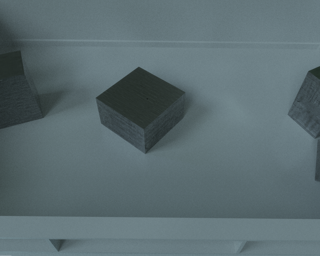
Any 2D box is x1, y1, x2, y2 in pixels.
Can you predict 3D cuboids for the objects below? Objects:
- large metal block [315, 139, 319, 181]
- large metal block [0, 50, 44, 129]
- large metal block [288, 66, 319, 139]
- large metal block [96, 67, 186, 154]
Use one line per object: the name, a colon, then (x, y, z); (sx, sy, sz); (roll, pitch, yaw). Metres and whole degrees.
large metal block: (0.226, 0.038, 0.331); (0.080, 0.080, 0.050); (7, 82, 5)
large metal block: (-0.209, -0.046, 0.405); (0.081, 0.080, 0.050); (-16, 52, -14)
large metal block: (0.229, -0.042, 0.408); (0.081, 0.080, 0.050); (-23, 54, -19)
large metal block: (-0.024, -0.026, 0.410); (0.080, 0.050, 0.080); (32, 57, 24)
